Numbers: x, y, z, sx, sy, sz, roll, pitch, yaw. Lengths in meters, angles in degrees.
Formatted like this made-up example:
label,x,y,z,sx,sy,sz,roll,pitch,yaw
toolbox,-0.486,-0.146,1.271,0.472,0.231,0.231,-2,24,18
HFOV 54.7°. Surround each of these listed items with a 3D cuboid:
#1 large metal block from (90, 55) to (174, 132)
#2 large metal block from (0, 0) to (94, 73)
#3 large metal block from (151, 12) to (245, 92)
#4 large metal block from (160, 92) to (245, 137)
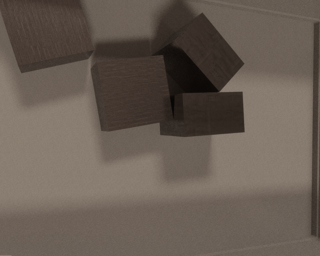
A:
label,x,y,z,sx,sy,sz,roll,pitch,yaw
large metal block,-0.036,-0.042,0.385,0.081,0.050,0.079,-11,94,-20
large metal block,-0.129,-0.114,0.350,0.081,0.050,0.080,-18,96,-20
large metal block,0.046,-0.089,0.399,0.080,0.080,0.050,46,76,-15
large metal block,0.051,-0.017,0.401,0.081,0.080,0.050,-4,92,-20
